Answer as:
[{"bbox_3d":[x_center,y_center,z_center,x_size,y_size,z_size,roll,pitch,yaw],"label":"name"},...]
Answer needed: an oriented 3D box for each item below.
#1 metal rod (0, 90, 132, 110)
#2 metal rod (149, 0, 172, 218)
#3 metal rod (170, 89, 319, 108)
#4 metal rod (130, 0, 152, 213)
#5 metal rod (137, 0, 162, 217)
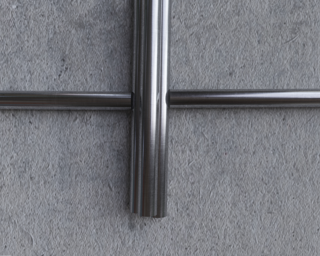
[{"bbox_3d":[-0.188,-0.037,0.408,0.302,0.025,0.025,0,90,-1],"label":"metal rod"},{"bbox_3d":[0.000,-0.033,0.412,0.025,0.025,0.298,1,90,-1],"label":"metal rod"},{"bbox_3d":[0.164,-0.040,0.413,0.302,0.025,0.025,0,90,-1],"label":"metal rod"},{"bbox_3d":[-0.025,-0.039,0.411,0.025,0.025,0.298,1,90,-1],"label":"metal rod"},{"bbox_3d":[-0.013,-0.040,0.391,0.025,0.025,0.298,1,90,-1],"label":"metal rod"}]
